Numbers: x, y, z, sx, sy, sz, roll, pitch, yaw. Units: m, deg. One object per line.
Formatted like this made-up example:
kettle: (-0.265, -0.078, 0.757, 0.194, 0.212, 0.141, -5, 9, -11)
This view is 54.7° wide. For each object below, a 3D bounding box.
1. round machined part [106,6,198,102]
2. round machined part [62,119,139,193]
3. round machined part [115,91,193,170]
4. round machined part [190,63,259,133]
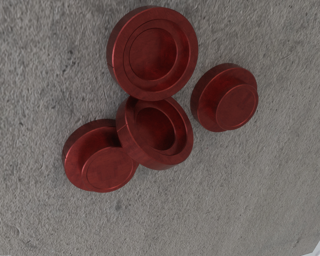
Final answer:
round machined part: (-0.011, -0.081, 0.336, 0.099, 0.042, 0.097, -13, 120, -23)
round machined part: (-0.068, 0.041, 0.384, 0.099, 0.042, 0.097, -14, 124, -21)
round machined part: (-0.010, 0.004, 0.369, 0.099, 0.098, 0.042, 15, 146, -34)
round machined part: (0.095, -0.036, 0.425, 0.099, 0.042, 0.097, -14, 124, -21)
